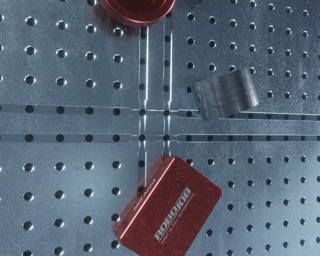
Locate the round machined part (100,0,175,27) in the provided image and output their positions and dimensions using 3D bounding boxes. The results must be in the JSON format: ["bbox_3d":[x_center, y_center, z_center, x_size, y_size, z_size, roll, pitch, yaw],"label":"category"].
[{"bbox_3d":[-0.032,-0.176,0.392,0.099,0.042,0.097,0,90,-21],"label":"round machined part"}]

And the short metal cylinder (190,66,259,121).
[{"bbox_3d":[0.086,-0.047,0.417,0.081,0.080,0.050,-22,98,-19],"label":"short metal cylinder"}]

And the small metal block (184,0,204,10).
[{"bbox_3d":[0.049,-0.204,0.432,0.050,0.025,0.050,45,76,-15],"label":"small metal block"}]

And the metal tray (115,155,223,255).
[{"bbox_3d":[0.014,0.113,0.417,0.090,0.030,0.130,38,78,-16],"label":"metal tray"}]
